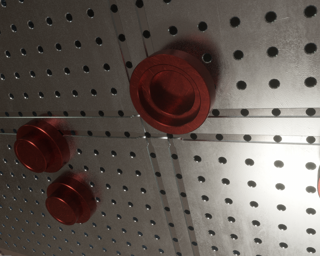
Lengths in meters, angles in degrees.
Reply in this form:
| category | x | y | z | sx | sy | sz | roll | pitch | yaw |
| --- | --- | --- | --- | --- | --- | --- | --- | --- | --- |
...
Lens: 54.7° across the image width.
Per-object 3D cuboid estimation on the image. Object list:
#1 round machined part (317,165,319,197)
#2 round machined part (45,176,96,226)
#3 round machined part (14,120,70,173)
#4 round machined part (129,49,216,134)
| category | x | y | z | sx | sy | sz | roll | pitch | yaw |
| --- | --- | --- | --- | --- | --- | --- | --- | --- | --- |
| round machined part | 0.217 | 0.052 | 0.318 | 0.098 | 0.042 | 0.097 | 13 | 124 | 20 |
| round machined part | -0.172 | 0.141 | 0.576 | 0.098 | 0.042 | 0.097 | 13 | 124 | 20 |
| round machined part | -0.208 | 0.038 | 0.531 | 0.098 | 0.042 | 0.097 | 13 | 124 | 20 |
| round machined part | 0.017 | -0.045 | 0.363 | 0.098 | 0.042 | 0.097 | 13 | 124 | 20 |
